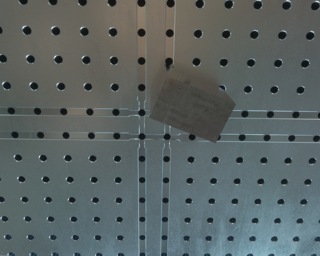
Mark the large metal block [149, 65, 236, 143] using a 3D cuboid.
[{"bbox_3d":[0.035,-0.032,0.373,0.080,0.080,0.050,21,109,-8],"label":"large metal block"}]
